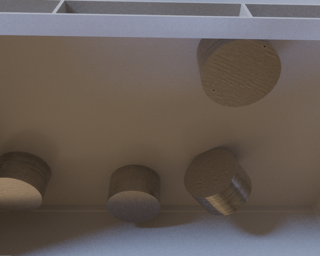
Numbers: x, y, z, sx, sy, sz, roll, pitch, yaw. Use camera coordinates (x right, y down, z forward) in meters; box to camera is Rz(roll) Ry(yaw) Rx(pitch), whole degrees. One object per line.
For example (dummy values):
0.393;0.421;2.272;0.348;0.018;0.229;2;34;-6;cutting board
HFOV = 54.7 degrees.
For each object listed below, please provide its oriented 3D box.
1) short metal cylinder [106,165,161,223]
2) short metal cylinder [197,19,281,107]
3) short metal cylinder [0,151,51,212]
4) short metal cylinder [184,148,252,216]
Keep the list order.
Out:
-0.039;0.102;0.479;0.081;0.050;0.079;0;130;0;short metal cylinder
0.082;-0.069;0.335;0.081;0.050;0.079;0;130;0;short metal cylinder
-0.209;0.080;0.458;0.081;0.050;0.079;0;130;0;short metal cylinder
0.082;0.076;0.439;0.080;0.080;0.050;-27;125;21;short metal cylinder
